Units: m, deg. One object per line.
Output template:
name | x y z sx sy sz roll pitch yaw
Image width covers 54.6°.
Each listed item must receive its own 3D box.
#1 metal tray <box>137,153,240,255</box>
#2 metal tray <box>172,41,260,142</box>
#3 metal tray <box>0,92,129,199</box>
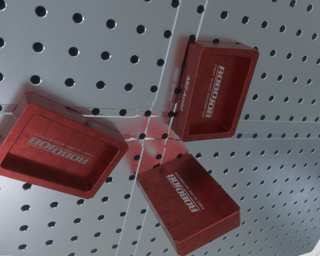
metal tray | 0.035 0.096 0.420 0.091 0.130 0.030 -22 127 -15
metal tray | 0.073 -0.047 0.417 0.091 0.030 0.129 -4 120 -26
metal tray | -0.114 0.026 0.361 0.131 0.030 0.090 28 103 -38
